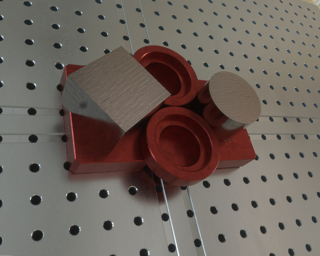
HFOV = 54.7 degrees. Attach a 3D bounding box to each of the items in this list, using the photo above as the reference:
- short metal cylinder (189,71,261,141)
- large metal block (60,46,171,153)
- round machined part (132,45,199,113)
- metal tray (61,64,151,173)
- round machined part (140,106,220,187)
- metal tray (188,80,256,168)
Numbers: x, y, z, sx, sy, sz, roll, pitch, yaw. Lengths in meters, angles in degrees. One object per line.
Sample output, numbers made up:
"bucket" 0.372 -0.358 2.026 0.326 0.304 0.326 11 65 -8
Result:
"short metal cylinder" 0.087 -0.029 0.417 0.081 0.050 0.080 14 56 -21
"large metal block" -0.049 -0.033 0.347 0.080 0.050 0.080 45 51 3
"round machined part" 0.000 -0.061 0.423 0.099 0.042 0.098 14 56 -21
"metal tray" -0.067 -0.013 0.376 0.091 0.030 0.130 1 61 -29
"round machined part" 0.021 0.025 0.381 0.099 0.042 0.098 14 56 -21
"metal tray" 0.076 -0.008 0.448 0.091 0.030 0.130 1 61 -28
